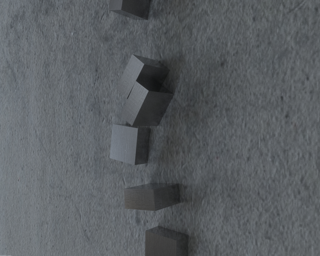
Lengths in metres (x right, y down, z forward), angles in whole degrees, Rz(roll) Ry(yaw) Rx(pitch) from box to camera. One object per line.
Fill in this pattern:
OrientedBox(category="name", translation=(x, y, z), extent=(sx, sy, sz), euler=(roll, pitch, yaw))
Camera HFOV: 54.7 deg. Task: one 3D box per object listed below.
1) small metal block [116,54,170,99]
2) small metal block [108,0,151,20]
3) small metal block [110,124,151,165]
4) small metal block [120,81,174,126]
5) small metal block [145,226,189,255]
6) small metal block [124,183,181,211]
OrientedBox(category="small metal block", translation=(-0.022, -0.064, 0.405), extent=(0.025, 0.050, 0.050), euler=(44, 116, 31))
OrientedBox(category="small metal block", translation=(-0.039, -0.178, 0.418), extent=(0.025, 0.050, 0.050), euler=(17, 101, 38))
OrientedBox(category="small metal block", translation=(-0.043, 0.022, 0.438), extent=(0.050, 0.025, 0.050), euler=(9, 96, 39))
OrientedBox(category="small metal block", translation=(-0.016, -0.030, 0.400), extent=(0.025, 0.050, 0.050), euler=(41, 115, 32))
OrientedBox(category="small metal block", translation=(0.008, 0.159, 0.397), extent=(0.050, 0.025, 0.050), euler=(2, 91, 39))
OrientedBox(category="small metal block", translation=(-0.010, 0.087, 0.395), extent=(0.050, 0.050, 0.025), euler=(-8, 85, 39))
